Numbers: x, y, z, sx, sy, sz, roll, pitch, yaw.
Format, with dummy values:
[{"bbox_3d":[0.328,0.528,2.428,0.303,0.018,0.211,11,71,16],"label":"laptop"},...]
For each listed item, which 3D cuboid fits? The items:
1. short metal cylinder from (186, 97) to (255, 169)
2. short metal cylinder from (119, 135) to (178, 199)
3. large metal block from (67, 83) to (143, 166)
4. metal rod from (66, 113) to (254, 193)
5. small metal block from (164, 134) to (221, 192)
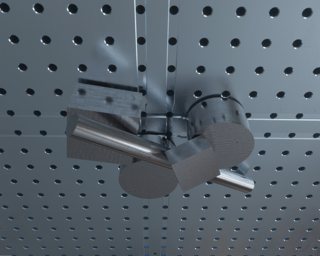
[{"bbox_3d":[0.075,0.008,0.398,0.081,0.050,0.079,0,130,0],"label":"short metal cylinder"},{"bbox_3d":[-0.015,0.055,0.437,0.081,0.050,0.079,0,130,0],"label":"short metal cylinder"},{"bbox_3d":[-0.069,-0.003,0.385,0.081,0.050,0.079,8,130,-7],"label":"large metal block"},{"bbox_3d":[0.025,0.043,0.398,0.302,0.025,0.025,22,128,-36],"label":"metal rod"},{"bbox_3d":[0.039,0.042,0.368,0.050,0.025,0.050,-25,128,-3],"label":"small metal block"}]
